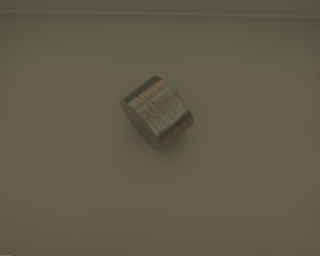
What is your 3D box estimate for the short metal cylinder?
[{"bbox_3d":[-0.004,-0.017,0.384,0.050,0.080,0.080,-40,75,-13],"label":"short metal cylinder"}]
